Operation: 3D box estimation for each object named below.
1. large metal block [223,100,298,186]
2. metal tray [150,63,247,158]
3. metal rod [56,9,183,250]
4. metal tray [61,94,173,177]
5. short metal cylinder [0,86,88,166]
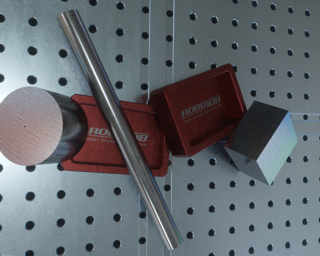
[{"bbox_3d":[0.143,0.022,0.433,0.080,0.050,0.080,-53,137,-12],"label":"large metal block"},{"bbox_3d":[0.058,-0.026,0.411,0.131,0.030,0.090,-25,99,-35],"label":"metal tray"},{"bbox_3d":[-0.043,0.010,0.365,0.025,0.025,0.299,-27,99,-18],"label":"metal rod"},{"bbox_3d":[-0.052,0.011,0.390,0.131,0.030,0.089,7,88,-20],"label":"metal tray"},{"bbox_3d":[-0.126,-0.001,0.333,0.080,0.050,0.080,-1,86,15],"label":"short metal cylinder"}]
